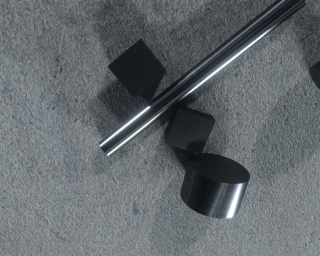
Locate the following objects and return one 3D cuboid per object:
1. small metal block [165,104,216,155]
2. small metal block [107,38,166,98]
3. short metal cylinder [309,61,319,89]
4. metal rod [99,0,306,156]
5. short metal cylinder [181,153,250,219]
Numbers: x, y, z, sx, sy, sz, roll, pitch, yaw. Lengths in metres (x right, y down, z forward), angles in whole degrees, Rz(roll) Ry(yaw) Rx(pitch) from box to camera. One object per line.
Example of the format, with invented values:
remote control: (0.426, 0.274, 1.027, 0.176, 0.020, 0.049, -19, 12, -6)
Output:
small metal block: (0.039, 0.002, 0.411, 0.050, 0.025, 0.050, 19, 109, -7)
small metal block: (-0.028, -0.074, 0.382, 0.050, 0.025, 0.050, -37, 106, 12)
short metal cylinder: (0.224, -0.057, 0.362, 0.050, 0.080, 0.080, -40, 106, 13)
metal rod: (0.043, -0.061, 0.387, 0.300, 0.025, 0.025, -38, 106, 12)
short metal cylinder: (0.071, 0.073, 0.408, 0.081, 0.080, 0.050, 10, 110, -4)
